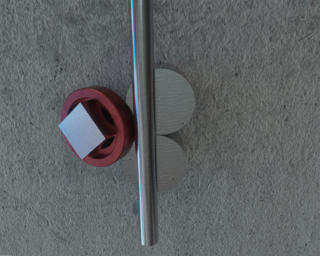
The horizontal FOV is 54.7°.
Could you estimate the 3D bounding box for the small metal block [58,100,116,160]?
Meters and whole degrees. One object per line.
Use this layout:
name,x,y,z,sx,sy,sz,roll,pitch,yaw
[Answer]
small metal block,-0.085,0.001,0.367,0.050,0.025,0.050,-38,85,32

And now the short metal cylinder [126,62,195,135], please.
short metal cylinder,0.001,-0.038,0.384,0.081,0.050,0.079,0,110,0

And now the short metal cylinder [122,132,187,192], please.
short metal cylinder,-0.007,0.038,0.411,0.081,0.050,0.079,0,109,0

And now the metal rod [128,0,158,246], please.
metal rod,-0.017,0.009,0.361,0.025,0.025,0.298,-1,110,0

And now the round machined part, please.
round machined part,-0.072,-0.004,0.386,0.098,0.042,0.097,9,110,27
